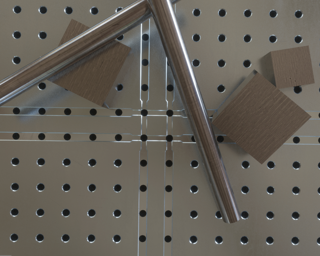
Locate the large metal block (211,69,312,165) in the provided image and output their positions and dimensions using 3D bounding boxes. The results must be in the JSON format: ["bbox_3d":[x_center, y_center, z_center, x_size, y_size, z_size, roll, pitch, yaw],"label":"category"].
[{"bbox_3d":[0.123,-0.016,0.390,0.080,0.050,0.080,40,108,0],"label":"large metal block"}]

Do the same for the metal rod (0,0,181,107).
[{"bbox_3d":[-0.092,-0.096,0.362,0.301,0.025,0.025,-31,90,-1],"label":"metal rod"}]

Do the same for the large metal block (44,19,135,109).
[{"bbox_3d":[-0.089,-0.079,0.400,0.080,0.050,0.080,27,90,0],"label":"large metal block"}]

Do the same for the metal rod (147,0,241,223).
[{"bbox_3d":[0.046,-0.015,0.376,0.025,0.025,0.298,-21,105,0],"label":"metal rod"}]

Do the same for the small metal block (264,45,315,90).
[{"bbox_3d":[0.172,-0.079,0.414,0.050,0.025,0.050,-9,90,0],"label":"small metal block"}]
